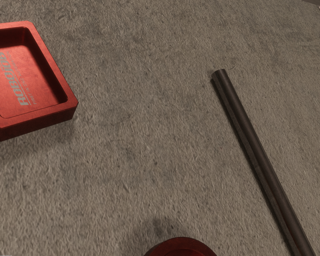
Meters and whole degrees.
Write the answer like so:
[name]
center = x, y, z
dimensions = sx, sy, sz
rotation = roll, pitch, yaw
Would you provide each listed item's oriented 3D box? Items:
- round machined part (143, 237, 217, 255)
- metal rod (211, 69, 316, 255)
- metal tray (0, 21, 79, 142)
[round machined part]
center = 0.017, 0.162, 0.305
dimensions = 0.099, 0.042, 0.098
rotation = 14, 56, -21
[metal rod]
center = 0.144, 0.041, 0.459
dimensions = 0.025, 0.025, 0.299
rotation = -6, 65, -31
[metal tray]
center = -0.163, -0.058, 0.348
dimensions = 0.091, 0.030, 0.130
rotation = -23, 74, -36
